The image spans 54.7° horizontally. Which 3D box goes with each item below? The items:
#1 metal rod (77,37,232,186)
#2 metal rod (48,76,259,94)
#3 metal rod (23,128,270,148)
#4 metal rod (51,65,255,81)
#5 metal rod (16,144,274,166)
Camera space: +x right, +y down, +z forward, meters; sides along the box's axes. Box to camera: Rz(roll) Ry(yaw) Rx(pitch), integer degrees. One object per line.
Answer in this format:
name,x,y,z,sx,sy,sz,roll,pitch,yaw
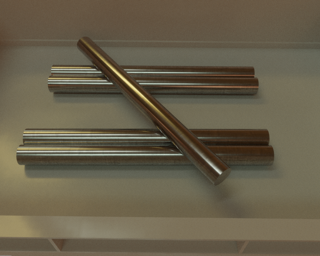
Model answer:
metal rod,-0.025,-0.039,0.404,0.025,0.025,0.300,-31,57,-23
metal rod,-0.010,-0.063,0.456,0.302,0.025,0.025,1,50,0
metal rod,-0.017,0.013,0.391,0.302,0.025,0.025,0,50,0
metal rod,-0.010,-0.082,0.472,0.302,0.025,0.025,1,50,0
metal rod,-0.017,0.033,0.375,0.302,0.025,0.025,0,50,0
